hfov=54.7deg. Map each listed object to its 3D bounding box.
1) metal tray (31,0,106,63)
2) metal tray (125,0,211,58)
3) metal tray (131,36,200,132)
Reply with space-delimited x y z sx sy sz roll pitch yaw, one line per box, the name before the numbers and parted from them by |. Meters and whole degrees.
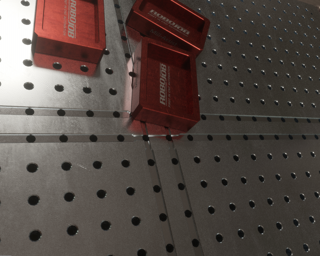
metal tray | -0.126 -0.157 0.433 0.091 0.030 0.130 7 59 -25
metal tray | 0.017 -0.180 0.525 0.131 0.030 0.090 27 52 -12
metal tray | 0.009 -0.065 0.450 0.091 0.030 0.130 14 56 -21
